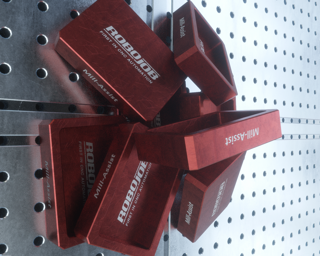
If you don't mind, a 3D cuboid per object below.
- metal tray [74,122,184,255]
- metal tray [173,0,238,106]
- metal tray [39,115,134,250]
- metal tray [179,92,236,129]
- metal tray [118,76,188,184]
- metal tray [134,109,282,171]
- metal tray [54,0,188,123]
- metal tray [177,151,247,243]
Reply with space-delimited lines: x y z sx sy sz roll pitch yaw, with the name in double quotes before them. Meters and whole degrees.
"metal tray" -0.026 0.069 0.344 0.090 0.030 0.130 33 70 -35
"metal tray" 0.057 -0.101 0.408 0.090 0.030 0.130 40 33 -32
"metal tray" -0.078 0.053 0.340 0.091 0.030 0.129 -6 93 -40
"metal tray" 0.074 -0.005 0.442 0.131 0.030 0.090 -8 96 -57
"metal tray" -0.003 0.000 0.402 0.091 0.030 0.129 -6 92 -41
"metal tray" 0.051 0.007 0.324 0.131 0.090 0.030 -14 99 -35
"metal tray" -0.039 -0.077 0.351 0.130 0.030 0.090 44 63 -14
"metal tray" 0.068 0.087 0.418 0.091 0.030 0.129 -36 145 -34
